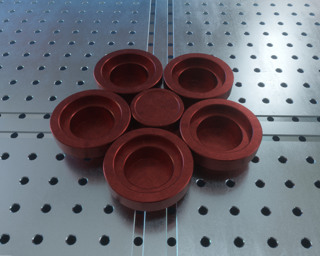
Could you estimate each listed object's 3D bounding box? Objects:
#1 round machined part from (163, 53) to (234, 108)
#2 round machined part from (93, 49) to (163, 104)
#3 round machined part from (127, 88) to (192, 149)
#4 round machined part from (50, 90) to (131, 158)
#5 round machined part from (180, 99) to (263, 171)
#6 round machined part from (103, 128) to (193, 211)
[{"bbox_3d":[0.054,-0.062,0.449,0.099,0.042,0.098,0,50,0],"label":"round machined part"},{"bbox_3d":[-0.045,-0.070,0.455,0.099,0.042,0.098,0,50,0],"label":"round machined part"},{"bbox_3d":[-0.004,-0.015,0.409,0.099,0.042,0.098,0,50,0],"label":"round machined part"},{"bbox_3d":[-0.085,-0.001,0.397,0.099,0.042,0.098,0,50,0],"label":"round machined part"},{"bbox_3d":[0.073,0.012,0.387,0.099,0.042,0.098,0,50,0],"label":"round machined part"},{"bbox_3d":[-0.013,0.050,0.354,0.099,0.042,0.098,0,50,0],"label":"round machined part"}]
